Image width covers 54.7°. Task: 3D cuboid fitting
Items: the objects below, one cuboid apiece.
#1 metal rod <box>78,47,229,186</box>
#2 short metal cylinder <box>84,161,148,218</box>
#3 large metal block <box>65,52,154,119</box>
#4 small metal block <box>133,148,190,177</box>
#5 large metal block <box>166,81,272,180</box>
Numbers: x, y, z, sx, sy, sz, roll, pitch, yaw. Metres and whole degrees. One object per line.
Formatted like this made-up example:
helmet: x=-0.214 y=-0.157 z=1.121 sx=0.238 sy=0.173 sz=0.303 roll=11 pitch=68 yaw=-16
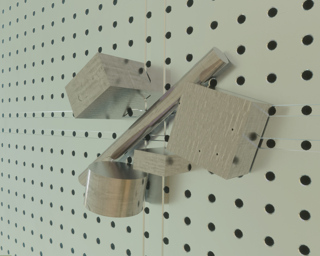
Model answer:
metal rod: x=-0.027 y=0.001 z=0.428 sx=0.299 sy=0.025 sz=0.025 roll=-41 pitch=65 yaw=32
short metal cylinder: x=-0.059 y=0.080 z=0.419 sx=0.080 sy=0.081 sz=0.050 roll=15 pitch=100 yaw=38
large metal block: x=-0.070 y=-0.054 z=0.430 sx=0.080 sy=0.081 sz=0.050 roll=-35 pitch=69 yaw=34
small metal block: x=0.003 y=0.041 z=0.389 sx=0.050 sy=0.050 sz=0.025 roll=7 pitch=95 yaw=39
large metal block: x=0.062 y=0.000 z=0.337 sx=0.080 sy=0.050 sz=0.079 roll=25 pitch=105 yaw=37
